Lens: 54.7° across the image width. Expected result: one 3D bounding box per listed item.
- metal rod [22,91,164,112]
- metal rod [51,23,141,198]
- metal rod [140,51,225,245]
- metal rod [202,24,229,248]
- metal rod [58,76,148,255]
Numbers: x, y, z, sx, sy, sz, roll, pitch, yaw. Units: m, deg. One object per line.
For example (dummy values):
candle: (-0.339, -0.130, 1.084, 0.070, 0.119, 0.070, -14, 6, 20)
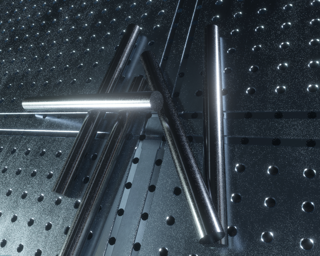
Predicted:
metal rod: (-0.120, -0.037, 0.461, 0.300, 0.025, 0.025, 3, 63, 39)
metal rod: (-0.090, -0.040, 0.478, 0.025, 0.025, 0.300, 6, 64, 30)
metal rod: (0.014, -0.005, 0.384, 0.025, 0.025, 0.300, -27, 47, 11)
metal rod: (0.065, -0.013, 0.381, 0.025, 0.025, 0.299, -9, 57, 23)
metal rod: (-0.075, 0.061, 0.408, 0.025, 0.025, 0.300, 6, 64, 30)
